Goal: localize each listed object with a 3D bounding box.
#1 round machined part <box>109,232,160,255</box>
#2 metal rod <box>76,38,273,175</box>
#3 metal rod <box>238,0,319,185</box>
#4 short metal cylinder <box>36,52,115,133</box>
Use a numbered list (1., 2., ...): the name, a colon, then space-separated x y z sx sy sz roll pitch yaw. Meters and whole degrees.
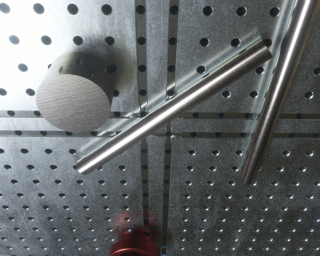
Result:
1. round machined part: -0.048 0.241 0.605 0.099 0.042 0.097 0 130 0
2. metal rod: 0.001 -0.015 0.398 0.299 0.025 0.025 -32 123 24
3. metal rod: 0.141 -0.035 0.382 0.025 0.025 0.298 2 130 -2
4. short metal cylinder: -0.095 -0.040 0.360 0.081 0.050 0.079 0 130 0
